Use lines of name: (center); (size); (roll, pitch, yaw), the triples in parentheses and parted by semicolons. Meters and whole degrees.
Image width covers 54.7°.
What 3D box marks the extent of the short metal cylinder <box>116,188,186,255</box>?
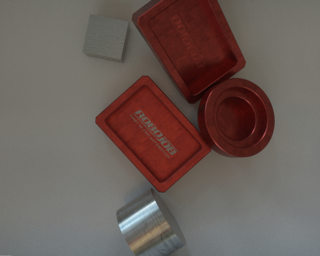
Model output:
short metal cylinder: (-0.010, 0.122, 0.384); (0.050, 0.080, 0.080); (-33, 90, 0)

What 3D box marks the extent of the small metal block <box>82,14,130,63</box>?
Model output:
small metal block: (-0.070, -0.118, 0.410); (0.050, 0.025, 0.050); (11, 90, -1)

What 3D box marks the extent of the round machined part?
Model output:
round machined part: (0.092, -0.011, 0.394); (0.099, 0.042, 0.097); (3, 82, -19)

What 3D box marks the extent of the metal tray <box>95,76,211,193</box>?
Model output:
metal tray: (-0.008, 0.008, 0.408); (0.090, 0.030, 0.130); (-42, 91, 0)

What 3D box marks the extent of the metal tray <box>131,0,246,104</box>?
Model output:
metal tray: (0.039, -0.104, 0.376); (0.090, 0.030, 0.130); (-36, 122, 1)
